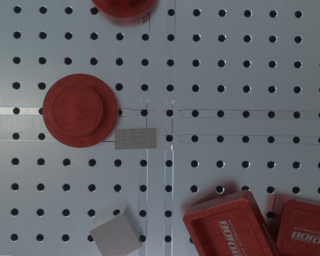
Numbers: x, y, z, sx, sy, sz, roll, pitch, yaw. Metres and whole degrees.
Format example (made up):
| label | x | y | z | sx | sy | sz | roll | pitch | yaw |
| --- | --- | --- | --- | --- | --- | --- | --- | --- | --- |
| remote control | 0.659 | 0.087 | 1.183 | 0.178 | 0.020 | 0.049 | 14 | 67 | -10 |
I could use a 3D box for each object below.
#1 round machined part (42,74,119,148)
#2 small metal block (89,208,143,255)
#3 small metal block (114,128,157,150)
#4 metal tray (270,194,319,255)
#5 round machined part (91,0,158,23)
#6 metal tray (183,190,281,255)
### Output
| label | x | y | z | sx | sy | sz | roll | pitch | yaw |
| --- | --- | --- | --- | --- | --- | --- | --- | --- | --- |
| round machined part | -0.105 | -0.023 | 0.404 | 0.099 | 0.042 | 0.097 | 0 | 90 | 0 |
| small metal block | -0.058 | 0.144 | 0.413 | 0.050 | 0.025 | 0.050 | -29 | 90 | 0 |
| small metal block | -0.030 | 0.013 | 0.400 | 0.050 | 0.050 | 0.025 | -2 | 90 | 0 |
| metal tray | 0.215 | 0.147 | 0.412 | 0.131 | 0.030 | 0.089 | 12 | 90 | 0 |
| round machined part | -0.048 | -0.193 | 0.404 | 0.099 | 0.042 | 0.097 | 0 | 90 | 0 |
| metal tray | 0.097 | 0.153 | 0.393 | 0.090 | 0.030 | 0.129 | -25 | 90 | 25 |
